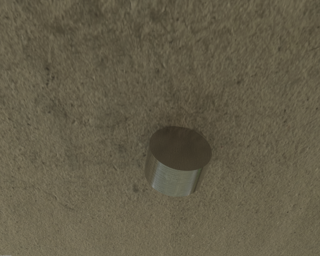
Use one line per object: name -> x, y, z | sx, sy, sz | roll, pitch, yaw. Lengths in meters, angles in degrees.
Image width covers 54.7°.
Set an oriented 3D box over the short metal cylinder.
short metal cylinder -> 0.022, 0.043, 0.408 | 0.081, 0.080, 0.050 | 7, 130, -6
